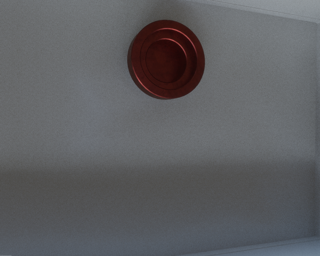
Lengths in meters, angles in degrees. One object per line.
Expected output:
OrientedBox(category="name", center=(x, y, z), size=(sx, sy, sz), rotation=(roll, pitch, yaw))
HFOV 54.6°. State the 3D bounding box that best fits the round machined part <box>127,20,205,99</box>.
OrientedBox(category="round machined part", center=(0.005, -0.085, 0.403), size=(0.099, 0.042, 0.097), rotation=(0, 90, -20))
